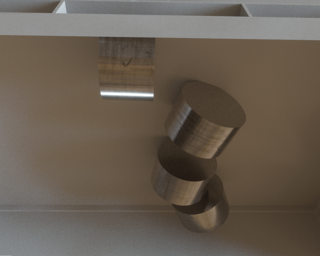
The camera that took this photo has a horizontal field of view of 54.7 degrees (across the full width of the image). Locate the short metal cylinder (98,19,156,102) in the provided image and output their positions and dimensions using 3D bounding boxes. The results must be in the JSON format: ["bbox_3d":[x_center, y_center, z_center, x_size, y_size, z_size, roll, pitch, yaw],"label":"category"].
[{"bbox_3d":[-0.031,-0.068,0.315,0.050,0.080,0.079,2,130,-2],"label":"short metal cylinder"}]

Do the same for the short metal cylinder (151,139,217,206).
[{"bbox_3d":[0.031,0.058,0.423,0.081,0.080,0.050,8,130,-8],"label":"short metal cylinder"}]

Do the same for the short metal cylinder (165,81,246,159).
[{"bbox_3d":[0.052,-0.011,0.365,0.081,0.080,0.050,17,128,-14],"label":"short metal cylinder"}]

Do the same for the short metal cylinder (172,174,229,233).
[{"bbox_3d":[0.060,0.109,0.467,0.080,0.080,0.050,-14,129,11],"label":"short metal cylinder"}]
